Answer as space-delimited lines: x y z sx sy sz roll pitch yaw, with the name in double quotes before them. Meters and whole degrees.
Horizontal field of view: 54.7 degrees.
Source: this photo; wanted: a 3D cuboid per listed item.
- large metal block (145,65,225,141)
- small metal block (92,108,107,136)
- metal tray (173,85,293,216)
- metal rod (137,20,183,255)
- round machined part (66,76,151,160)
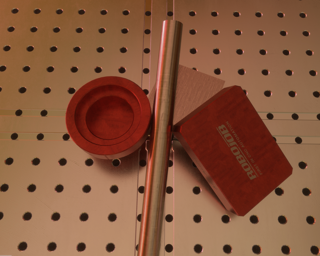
"large metal block" 0.030 -0.031 0.407 0.080 0.050 0.080 22 71 7
"small metal block" -0.073 -0.011 0.412 0.050 0.025 0.050 -21 72 -8
"metal tray" 0.088 0.027 0.369 0.090 0.030 0.130 -37 99 -12
"metal rod" -0.001 0.025 0.356 0.025 0.025 0.298 6 86 2
"round machined part" -0.058 -0.009 0.373 0.099 0.042 0.098 -1 71 3
